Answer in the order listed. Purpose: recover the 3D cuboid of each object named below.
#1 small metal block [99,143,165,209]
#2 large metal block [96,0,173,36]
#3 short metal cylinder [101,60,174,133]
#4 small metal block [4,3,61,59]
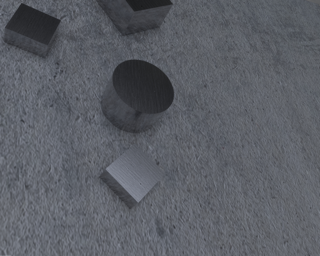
[{"bbox_3d":[-0.031,0.054,0.354,0.050,0.025,0.050,45,51,3],"label":"small metal block"},{"bbox_3d":[-0.041,-0.199,0.487,0.081,0.050,0.080,-28,77,-37],"label":"large metal block"},{"bbox_3d":[-0.029,-0.040,0.396,0.081,0.050,0.080,14,56,-21],"label":"short metal cylinder"},{"bbox_3d":[-0.160,-0.123,0.392,0.050,0.025,0.050,21,54,-16],"label":"small metal block"}]
